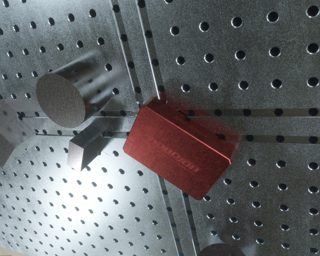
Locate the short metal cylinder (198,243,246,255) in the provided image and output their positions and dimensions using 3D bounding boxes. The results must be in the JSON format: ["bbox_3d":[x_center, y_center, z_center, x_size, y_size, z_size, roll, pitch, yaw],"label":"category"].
[{"bbox_3d":[0.093,0.223,0.464,0.080,0.080,0.050,13,124,21],"label":"short metal cylinder"}]

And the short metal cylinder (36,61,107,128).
[{"bbox_3d":[-0.122,-0.046,0.431,0.080,0.050,0.079,13,124,21],"label":"short metal cylinder"}]

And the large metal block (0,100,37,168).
[{"bbox_3d":[-0.279,0.012,0.550,0.080,0.050,0.080,46,129,-4],"label":"large metal block"}]

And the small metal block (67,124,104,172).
[{"bbox_3d":[-0.115,0.031,0.475,0.025,0.050,0.050,27,128,11],"label":"small metal block"}]

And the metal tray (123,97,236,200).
[{"bbox_3d":[0.022,0.029,0.414,0.130,0.030,0.089,33,129,6],"label":"metal tray"}]
